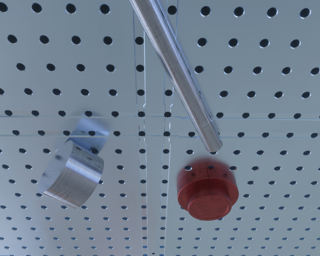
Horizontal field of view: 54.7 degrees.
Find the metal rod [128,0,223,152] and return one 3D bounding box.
[{"bbox_3d":[0.012,-0.078,0.345,0.025,0.025,0.299,-20,128,16],"label":"metal rod"}]

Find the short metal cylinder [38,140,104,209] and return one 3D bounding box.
[{"bbox_3d":[-0.123,0.064,0.428,0.050,0.080,0.080,36,121,-27],"label":"short metal cylinder"}]

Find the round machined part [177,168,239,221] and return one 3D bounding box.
[{"bbox_3d":[0.078,0.112,0.498,0.099,0.042,0.097,-1,130,0],"label":"round machined part"}]
